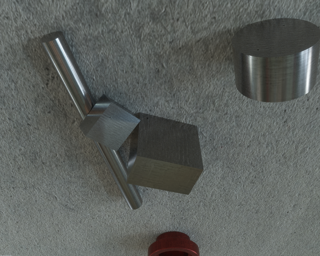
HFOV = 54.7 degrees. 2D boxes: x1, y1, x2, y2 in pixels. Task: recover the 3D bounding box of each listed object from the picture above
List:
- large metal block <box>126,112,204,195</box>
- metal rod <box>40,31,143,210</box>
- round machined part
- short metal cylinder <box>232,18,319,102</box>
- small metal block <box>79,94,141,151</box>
[{"bbox_3d":[0.005,0.032,0.399,0.081,0.080,0.050,13,129,-12],"label":"large metal block"},{"bbox_3d":[-0.077,0.014,0.418,0.025,0.025,0.299,-11,130,9],"label":"metal rod"},{"bbox_3d":[0.026,0.236,0.598,0.099,0.042,0.097,-1,130,0],"label":"round machined part"},{"bbox_3d":[0.116,-0.070,0.313,0.080,0.080,0.050,-10,130,8],"label":"short metal cylinder"},{"bbox_3d":[-0.061,-0.006,0.381,0.050,0.025,0.050,33,97,-42],"label":"small metal block"}]
